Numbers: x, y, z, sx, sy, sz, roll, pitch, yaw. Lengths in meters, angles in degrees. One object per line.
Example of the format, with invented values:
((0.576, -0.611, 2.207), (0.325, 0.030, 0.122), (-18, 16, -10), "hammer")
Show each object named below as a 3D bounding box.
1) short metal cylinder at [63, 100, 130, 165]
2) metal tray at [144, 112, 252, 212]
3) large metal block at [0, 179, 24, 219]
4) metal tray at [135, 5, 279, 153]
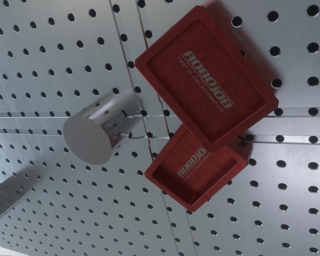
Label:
((-0.090, 0.006, 0.447), (0.080, 0.050, 0.079), (13, 124, 21), "short metal cylinder")
((0.046, 0.047, 0.412), (0.090, 0.030, 0.129), (37, 129, 2), "metal tray")
((-0.353, 0.167, 0.665), (0.050, 0.080, 0.080), (45, 129, -3), "large metal block")
((0.049, -0.049, 0.329), (0.090, 0.030, 0.130), (-39, 97, 16), "metal tray")
